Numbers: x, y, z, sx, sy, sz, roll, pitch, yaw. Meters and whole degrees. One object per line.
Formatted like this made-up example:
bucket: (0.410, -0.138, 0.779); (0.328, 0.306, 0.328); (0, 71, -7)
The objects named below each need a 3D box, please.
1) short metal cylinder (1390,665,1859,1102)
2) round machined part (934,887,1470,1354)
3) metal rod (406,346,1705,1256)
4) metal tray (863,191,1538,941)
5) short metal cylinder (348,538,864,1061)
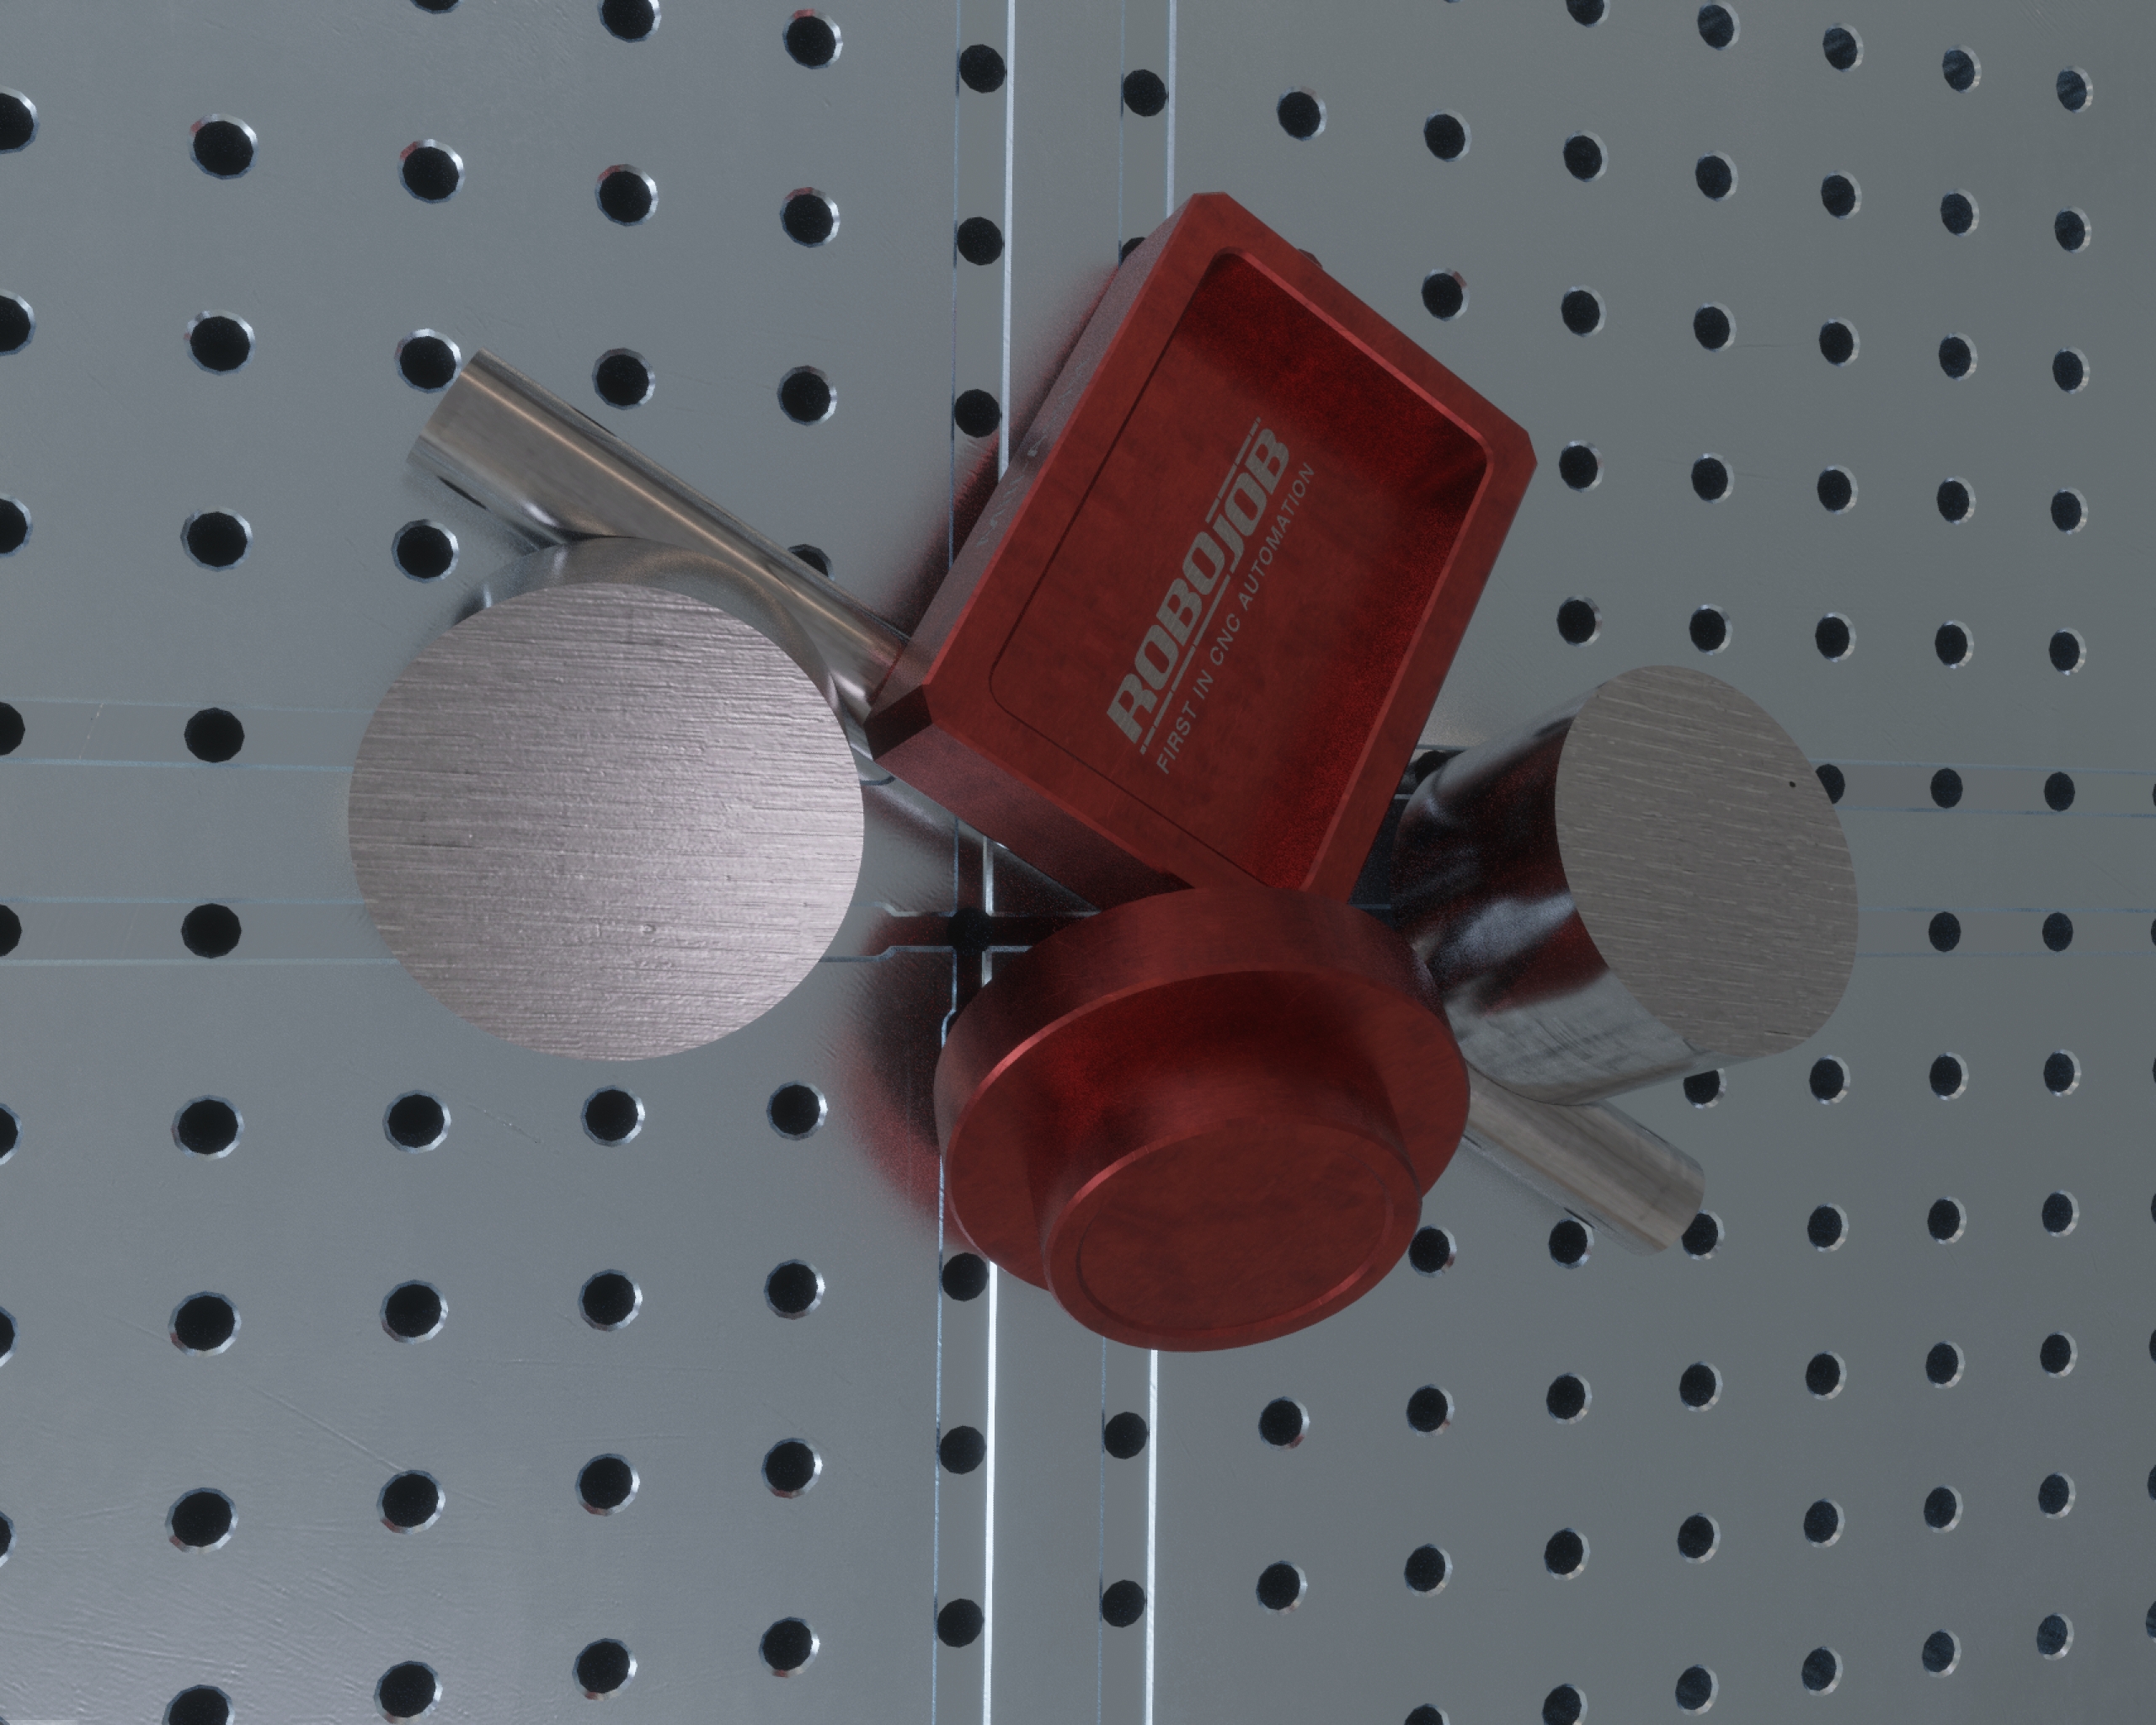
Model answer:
short metal cylinder: (0.112, 0.006, 0.428); (0.081, 0.050, 0.080); (11, 68, -28)
round machined part: (0.025, 0.054, 0.384); (0.099, 0.042, 0.097); (-6, 134, -7)
metal rod: (0.008, -0.003, 0.415); (0.301, 0.025, 0.025); (33, 79, -17)
metal tray: (0.028, -0.054, 0.404); (0.090, 0.030, 0.130); (34, 66, -17)
short metal cylinder: (-0.079, -0.012, 0.358); (0.081, 0.050, 0.079); (-3, 107, -9)
